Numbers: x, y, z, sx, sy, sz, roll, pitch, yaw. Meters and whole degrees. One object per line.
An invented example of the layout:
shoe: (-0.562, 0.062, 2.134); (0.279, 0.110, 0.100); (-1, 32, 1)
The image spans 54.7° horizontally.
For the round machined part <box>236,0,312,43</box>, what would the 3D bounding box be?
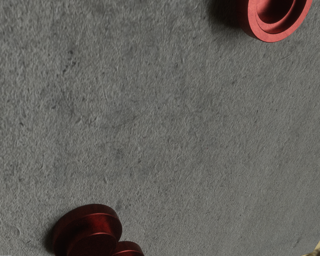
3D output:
round machined part: (0.131, -0.156, 0.370); (0.099, 0.042, 0.097); (-14, 124, -21)

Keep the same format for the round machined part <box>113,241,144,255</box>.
round machined part: (-0.068, 0.236, 0.505); (0.099, 0.042, 0.097); (-14, 124, -21)

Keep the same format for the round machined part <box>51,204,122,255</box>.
round machined part: (-0.100, 0.159, 0.440); (0.099, 0.042, 0.097); (-14, 124, -21)
